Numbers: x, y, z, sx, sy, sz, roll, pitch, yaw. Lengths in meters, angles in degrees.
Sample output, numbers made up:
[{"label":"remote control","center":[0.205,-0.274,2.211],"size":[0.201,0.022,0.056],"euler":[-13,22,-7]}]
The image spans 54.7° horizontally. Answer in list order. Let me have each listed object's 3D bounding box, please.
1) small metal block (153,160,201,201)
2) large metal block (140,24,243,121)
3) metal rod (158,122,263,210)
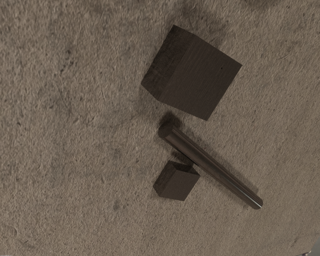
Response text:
[{"label":"small metal block","center":[0.025,0.081,0.473],"size":[0.050,0.025,0.050],"euler":[20,108,-36]},{"label":"large metal block","center":[0.037,-0.064,0.373],"size":[0.080,0.050,0.080],"euler":[20,108,-36]},{"label":"metal rod","center":[0.098,0.075,0.509],"size":[0.025,0.025,0.301],"euler":[-48,130,5]}]
